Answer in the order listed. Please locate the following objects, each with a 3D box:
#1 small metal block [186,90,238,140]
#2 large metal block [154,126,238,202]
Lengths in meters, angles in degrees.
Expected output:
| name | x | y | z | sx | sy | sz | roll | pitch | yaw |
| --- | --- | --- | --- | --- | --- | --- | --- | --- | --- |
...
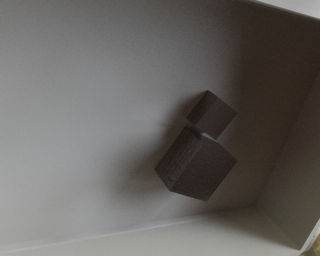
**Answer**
| name | x | y | z | sx | sy | sz | roll | pitch | yaw |
| --- | --- | --- | --- | --- | --- | --- | --- | --- | --- |
| small metal block | 0.074 | -0.018 | 0.440 | 0.050 | 0.025 | 0.050 | 31 | 101 | -38 |
| large metal block | 0.053 | 0.055 | 0.458 | 0.080 | 0.050 | 0.080 | 25 | 105 | -37 |
